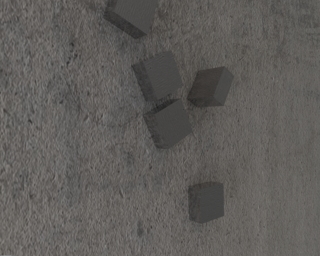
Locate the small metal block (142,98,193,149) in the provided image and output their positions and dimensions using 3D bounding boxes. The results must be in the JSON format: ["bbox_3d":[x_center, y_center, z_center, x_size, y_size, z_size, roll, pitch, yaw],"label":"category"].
[{"bbox_3d":[0.011,-0.006,0.414,0.050,0.025,0.050,-34,111,-35],"label":"small metal block"}]

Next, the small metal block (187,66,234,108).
[{"bbox_3d":[0.073,-0.059,0.449,0.025,0.050,0.050,35,68,-35],"label":"small metal block"}]

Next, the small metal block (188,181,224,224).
[{"bbox_3d":[0.069,0.110,0.463,0.050,0.025,0.050,-3,92,-40],"label":"small metal block"}]

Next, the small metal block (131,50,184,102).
[{"bbox_3d":[-0.002,-0.068,0.402,0.050,0.025,0.050,-33,111,-35],"label":"small metal block"}]

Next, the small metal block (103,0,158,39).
[{"bbox_3d":[-0.035,-0.145,0.375,0.050,0.025,0.050,25,74,-37],"label":"small metal block"}]
